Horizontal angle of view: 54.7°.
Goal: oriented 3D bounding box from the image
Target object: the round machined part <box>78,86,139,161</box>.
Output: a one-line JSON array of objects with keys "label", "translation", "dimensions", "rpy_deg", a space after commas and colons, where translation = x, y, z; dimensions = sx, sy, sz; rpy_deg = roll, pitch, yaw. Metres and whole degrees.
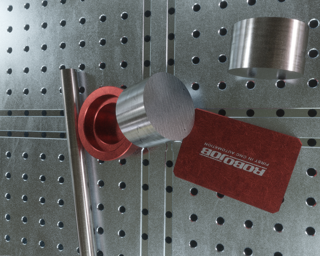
[{"label": "round machined part", "translation": [-0.060, -0.005, 0.419], "dimensions": [0.098, 0.042, 0.097], "rpy_deg": [-2, 86, 29]}]

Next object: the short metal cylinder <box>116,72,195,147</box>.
[{"label": "short metal cylinder", "translation": [-0.004, -0.020, 0.367], "dimensions": [0.050, 0.081, 0.080], "rpy_deg": [-18, 84, 45]}]

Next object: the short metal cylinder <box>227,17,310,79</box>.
[{"label": "short metal cylinder", "translation": [0.118, -0.084, 0.342], "dimensions": [0.080, 0.080, 0.050], "rpy_deg": [7, 93, 20]}]

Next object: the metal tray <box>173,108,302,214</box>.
[{"label": "metal tray", "translation": [0.091, 0.036, 0.378], "dimensions": [0.130, 0.030, 0.089], "rpy_deg": [19, 96, 19]}]

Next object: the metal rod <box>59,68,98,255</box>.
[{"label": "metal rod", "translation": [-0.118, 0.063, 0.454], "dimensions": [0.025, 0.025, 0.298], "rpy_deg": [-8, 87, 20]}]
